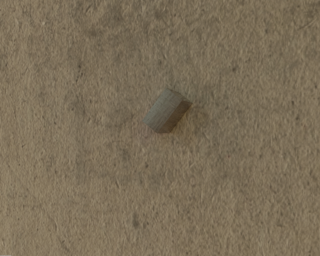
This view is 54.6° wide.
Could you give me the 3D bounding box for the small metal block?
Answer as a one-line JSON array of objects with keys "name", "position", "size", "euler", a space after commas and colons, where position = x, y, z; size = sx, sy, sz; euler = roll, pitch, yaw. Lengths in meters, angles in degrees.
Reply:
[{"name": "small metal block", "position": [0.011, -0.021, 0.392], "size": [0.025, 0.050, 0.050], "euler": [40, 103, 15]}]
